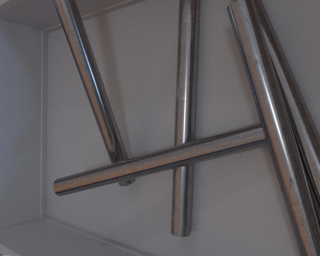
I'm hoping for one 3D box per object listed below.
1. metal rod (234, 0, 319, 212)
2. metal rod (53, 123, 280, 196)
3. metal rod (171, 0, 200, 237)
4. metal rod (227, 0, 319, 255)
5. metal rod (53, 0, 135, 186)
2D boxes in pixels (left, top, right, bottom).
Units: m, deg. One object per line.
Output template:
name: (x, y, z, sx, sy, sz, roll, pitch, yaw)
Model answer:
metal rod: (0.127, -0.026, 0.302, 0.025, 0.025, 0.299, -27, 73, 37)
metal rod: (-0.011, 0.043, 0.373, 0.300, 0.025, 0.025, -17, 79, 25)
metal rod: (0.031, -0.018, 0.381, 0.025, 0.025, 0.298, 3, 92, 40)
metal rod: (0.116, 0.027, 0.285, 0.025, 0.025, 0.298, -18, 87, 39)
metal rod: (-0.086, -0.058, 0.399, 0.025, 0.025, 0.298, 2, 116, 40)
